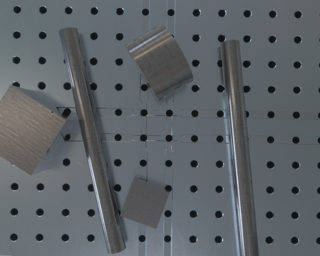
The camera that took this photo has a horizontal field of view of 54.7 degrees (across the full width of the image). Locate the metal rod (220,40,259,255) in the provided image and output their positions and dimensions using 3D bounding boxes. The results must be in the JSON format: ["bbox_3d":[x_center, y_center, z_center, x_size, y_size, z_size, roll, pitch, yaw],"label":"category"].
[{"bbox_3d":[0.107,0.034,0.414,0.025,0.025,0.298,-5,90,0],"label":"metal rod"}]

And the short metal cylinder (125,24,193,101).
[{"bbox_3d":[-0.001,-0.080,0.386,0.050,0.080,0.080,-31,90,0],"label":"short metal cylinder"}]

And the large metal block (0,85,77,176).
[{"bbox_3d":[-0.168,0.002,0.399,0.080,0.050,0.080,32,90,0],"label":"large metal block"}]

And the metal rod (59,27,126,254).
[{"bbox_3d":[-0.090,0.016,0.412,0.025,0.025,0.298,-12,90,0],"label":"metal rod"}]

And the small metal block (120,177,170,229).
[{"bbox_3d":[-0.020,0.099,0.413,0.050,0.025,0.050,20,90,0],"label":"small metal block"}]
